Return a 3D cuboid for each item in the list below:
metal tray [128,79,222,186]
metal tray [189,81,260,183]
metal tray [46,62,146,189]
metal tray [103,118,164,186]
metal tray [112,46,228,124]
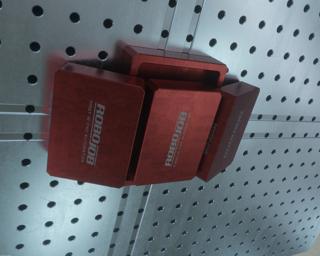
[{"bbox_3d":[0.015,0.008,0.383,0.091,0.030,0.129,-1,119,-29],"label":"metal tray"},{"bbox_3d":[0.091,0.004,0.438,0.091,0.030,0.129,-21,132,-51],"label":"metal tray"},{"bbox_3d":[-0.073,0.001,0.347,0.091,0.030,0.129,12,115,-6],"label":"metal tray"},{"bbox_3d":[-0.007,0.032,0.426,0.131,0.030,0.089,0,119,-29],"label":"metal tray"},{"bbox_3d":[0.013,-0.047,0.387,0.131,0.030,0.089,0,119,-29],"label":"metal tray"}]
